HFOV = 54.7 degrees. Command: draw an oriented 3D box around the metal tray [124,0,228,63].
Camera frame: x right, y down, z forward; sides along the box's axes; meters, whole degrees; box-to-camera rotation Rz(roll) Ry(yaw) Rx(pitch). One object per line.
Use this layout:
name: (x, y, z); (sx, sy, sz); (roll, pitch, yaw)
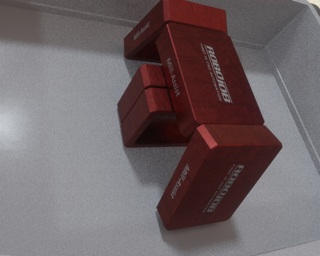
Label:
metal tray: (0.016, -0.124, 0.420); (0.091, 0.130, 0.030); (1, 82, -28)

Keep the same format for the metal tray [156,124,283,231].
metal tray: (0.060, 0.055, 0.333); (0.091, 0.129, 0.030); (1, 40, -29)

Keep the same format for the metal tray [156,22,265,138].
metal tray: (0.054, -0.053, 0.346); (0.091, 0.030, 0.130); (1, 61, -28)

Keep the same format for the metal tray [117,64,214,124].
metal tray: (0.022, -0.036, 0.396); (0.131, 0.090, 0.030); (1, 62, -28)

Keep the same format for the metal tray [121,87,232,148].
metal tray: (0.028, -0.009, 0.383); (0.131, 0.090, 0.030); (1, 62, -28)
